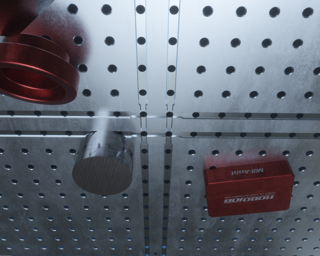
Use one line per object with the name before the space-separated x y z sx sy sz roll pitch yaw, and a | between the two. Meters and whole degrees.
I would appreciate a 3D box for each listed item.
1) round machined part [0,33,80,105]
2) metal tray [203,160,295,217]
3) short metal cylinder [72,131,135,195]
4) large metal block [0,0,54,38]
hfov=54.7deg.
round machined part | -0.135 -0.063 0.327 0.099 0.042 0.098 5 162 2
metal tray | 0.139 0.099 0.494 0.131 0.030 0.090 -7 130 6
short metal cylinder | -0.078 0.050 0.437 0.081 0.050 0.079 0 130 0
large metal block | -0.134 -0.134 0.255 0.080 0.050 0.080 -31 87 23
